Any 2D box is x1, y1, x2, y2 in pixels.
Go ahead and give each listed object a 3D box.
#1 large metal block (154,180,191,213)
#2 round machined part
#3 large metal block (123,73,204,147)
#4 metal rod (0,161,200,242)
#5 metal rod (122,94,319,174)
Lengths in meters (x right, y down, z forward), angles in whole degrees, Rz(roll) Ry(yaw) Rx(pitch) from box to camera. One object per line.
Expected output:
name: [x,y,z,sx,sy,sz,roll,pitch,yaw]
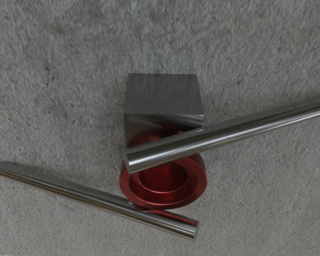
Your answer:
large metal block: [0.000,0.071,0.433,0.081,0.080,0.050,1,130,-1]
round machined part: [0.004,0.050,0.363,0.099,0.042,0.097,-1,130,0]
large metal block: [0.003,-0.021,0.355,0.081,0.080,0.050,1,130,-1]
metal rod: [-0.096,0.091,0.412,0.301,0.025,0.025,12,133,19]
metal rod: [0.108,-0.006,0.335,0.302,0.025,0.025,-15,132,-17]
